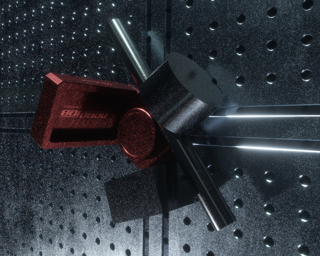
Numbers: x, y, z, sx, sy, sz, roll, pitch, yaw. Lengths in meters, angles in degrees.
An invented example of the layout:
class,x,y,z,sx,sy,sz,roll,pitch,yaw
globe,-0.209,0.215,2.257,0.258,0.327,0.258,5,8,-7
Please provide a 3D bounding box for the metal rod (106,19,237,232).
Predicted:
class,x,y,z,sx,sy,sz,roll,pitch,yaw
metal rod,0.003,-0.020,0.378,0.025,0.025,0.299,-42,65,31

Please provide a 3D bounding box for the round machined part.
class,x,y,z,sx,sy,sz,roll,pitch,yaw
round machined part,-0.018,0.008,0.411,0.098,0.042,0.097,0,90,39

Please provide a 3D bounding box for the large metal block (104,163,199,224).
class,x,y,z,sx,sy,sz,roll,pitch,yaw
large metal block,-0.007,0.077,0.377,0.080,0.081,0.050,-24,75,37

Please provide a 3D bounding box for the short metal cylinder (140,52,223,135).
class,x,y,z,sx,sy,sz,roll,pitch,yaw
short metal cylinder,0.024,-0.039,0.350,0.050,0.081,0.080,-44,64,31

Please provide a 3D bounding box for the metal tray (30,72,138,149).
class,x,y,z,sx,sy,sz,roll,pitch,yaw
metal tray,-0.098,-0.020,0.420,0.030,0.131,0.089,34,111,34
